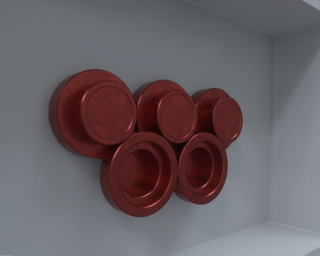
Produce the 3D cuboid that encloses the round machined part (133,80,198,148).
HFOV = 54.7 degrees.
[{"bbox_3d":[0.010,-0.014,0.401,0.099,0.042,0.097,1,89,-39],"label":"round machined part"}]

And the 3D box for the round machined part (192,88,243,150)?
[{"bbox_3d":[0.087,-0.012,0.465,0.099,0.042,0.097,1,89,-39],"label":"round machined part"}]

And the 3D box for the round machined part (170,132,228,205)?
[{"bbox_3d":[0.047,0.054,0.433,0.099,0.042,0.097,0,90,-40],"label":"round machined part"}]

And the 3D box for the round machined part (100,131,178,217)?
[{"bbox_3d":[-0.028,0.052,0.369,0.099,0.042,0.097,0,90,-40],"label":"round machined part"}]

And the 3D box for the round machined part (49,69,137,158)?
[{"bbox_3d":[-0.065,-0.015,0.338,0.099,0.042,0.097,1,89,-41],"label":"round machined part"}]
